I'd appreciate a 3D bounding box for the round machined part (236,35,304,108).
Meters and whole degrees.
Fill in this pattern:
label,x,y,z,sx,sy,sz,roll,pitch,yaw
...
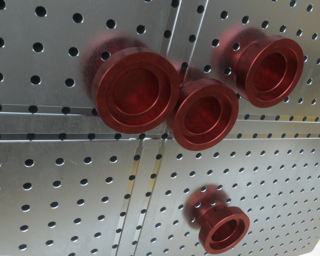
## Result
label,x,y,z,sx,sy,sz,roll,pitch,yaw
round machined part,0.145,-0.080,0.429,0.099,0.042,0.097,-14,124,-21

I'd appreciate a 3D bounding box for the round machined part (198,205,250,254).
label,x,y,z,sx,sy,sz,roll,pitch,yaw
round machined part,0.113,0.182,0.573,0.099,0.042,0.097,-14,124,-21

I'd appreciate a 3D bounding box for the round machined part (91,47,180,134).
label,x,y,z,sx,sy,sz,roll,pitch,yaw
round machined part,-0.030,-0.045,0.355,0.099,0.042,0.097,-14,124,-21

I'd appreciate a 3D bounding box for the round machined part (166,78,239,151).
label,x,y,z,sx,sy,sz,roll,pitch,yaw
round machined part,0.053,-0.021,0.415,0.099,0.042,0.097,-14,124,-21
